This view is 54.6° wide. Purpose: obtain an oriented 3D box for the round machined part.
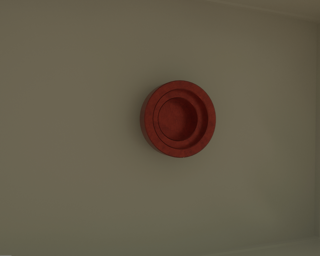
[{"bbox_3d":[0.020,-0.011,0.409,0.099,0.042,0.097,0,90,-20],"label":"round machined part"}]
